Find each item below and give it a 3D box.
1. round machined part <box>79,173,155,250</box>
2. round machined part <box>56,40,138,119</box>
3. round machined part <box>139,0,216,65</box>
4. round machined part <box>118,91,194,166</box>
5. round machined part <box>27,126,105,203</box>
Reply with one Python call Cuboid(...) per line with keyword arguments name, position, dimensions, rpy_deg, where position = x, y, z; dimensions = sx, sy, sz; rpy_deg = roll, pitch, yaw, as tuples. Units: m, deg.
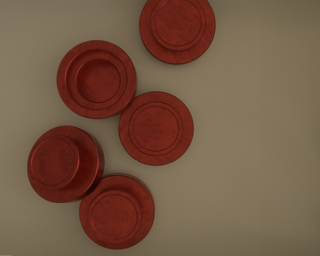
Cuboid(name="round machined part", position=(-0.056, 0.110, 0.402), dimensions=(0.099, 0.042, 0.097), rpy_deg=(0, 90, 0))
Cuboid(name="round machined part", position=(-0.078, -0.059, 0.401), dimensions=(0.099, 0.042, 0.097), rpy_deg=(0, 89, 1))
Cuboid(name="round machined part", position=(0.022, -0.131, 0.397), dimensions=(0.099, 0.042, 0.097), rpy_deg=(0, 98, 0))
Cuboid(name="round machined part", position=(-0.005, 0.001, 0.403), dimensions=(0.099, 0.042, 0.097), rpy_deg=(0, 90, 0))
Cuboid(name="round machined part", position=(-0.124, 0.044, 0.388), dimensions=(0.098, 0.042, 0.098), rpy_deg=(-3, 77, 12))
